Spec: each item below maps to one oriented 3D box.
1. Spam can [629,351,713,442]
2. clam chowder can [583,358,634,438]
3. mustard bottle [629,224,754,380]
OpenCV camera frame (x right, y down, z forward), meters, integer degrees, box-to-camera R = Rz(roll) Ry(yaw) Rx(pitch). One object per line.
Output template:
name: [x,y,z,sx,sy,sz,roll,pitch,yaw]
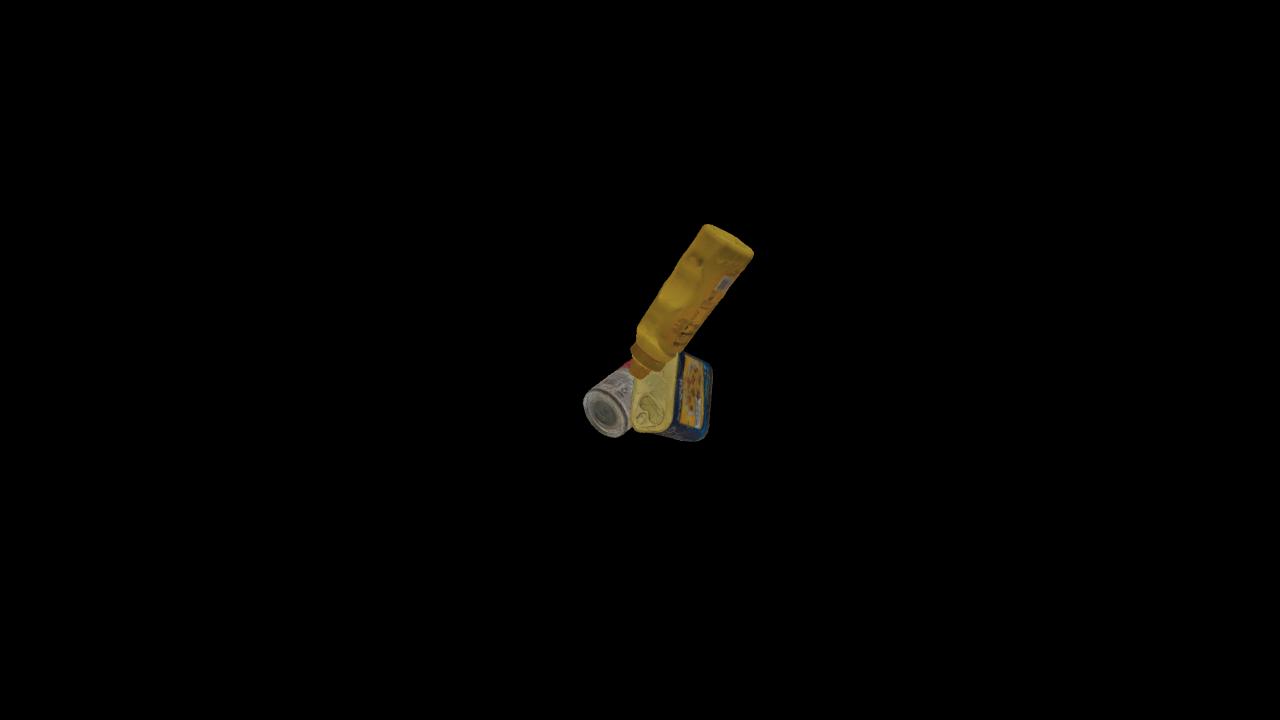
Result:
Spam can: [0.039,0.039,0.700,0.058,0.101,0.085,-3,-15,37]
clam chowder can: [-0.013,0.042,0.755,0.068,0.068,0.102,0,26,40]
mustard bottle: [0.044,-0.053,0.653,0.054,0.184,0.092,40,20,15]
